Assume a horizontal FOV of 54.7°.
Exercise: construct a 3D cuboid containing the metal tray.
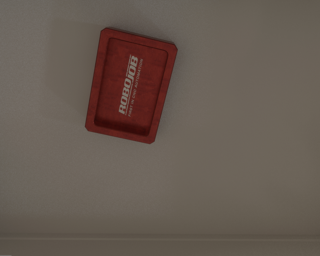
[{"bbox_3d":[-0.037,-0.051,0.389,0.091,0.030,0.129,12,110,-5],"label":"metal tray"}]
